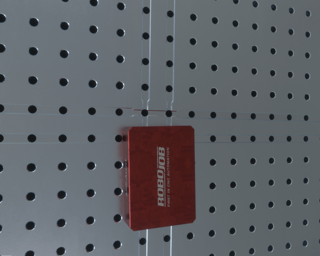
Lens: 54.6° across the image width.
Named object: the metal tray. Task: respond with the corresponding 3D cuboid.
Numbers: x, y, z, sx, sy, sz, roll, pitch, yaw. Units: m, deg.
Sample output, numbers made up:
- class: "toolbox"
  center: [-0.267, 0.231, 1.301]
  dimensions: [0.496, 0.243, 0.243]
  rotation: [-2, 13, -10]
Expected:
- class: "metal tray"
  center: [-0.001, 0.062, 0.410]
  dimensions: [0.091, 0.030, 0.129]
  rotation: [-1, 91, -20]
